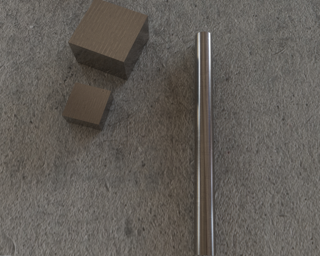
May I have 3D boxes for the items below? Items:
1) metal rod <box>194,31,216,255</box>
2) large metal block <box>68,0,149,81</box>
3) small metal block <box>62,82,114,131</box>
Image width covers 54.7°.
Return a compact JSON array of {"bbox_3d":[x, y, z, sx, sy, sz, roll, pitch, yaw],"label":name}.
[{"bbox_3d":[0.058,0.005,0.406,0.025,0.025,0.299,2,70,0],"label":"metal rod"},{"bbox_3d":[-0.069,-0.125,0.440,0.080,0.050,0.080,21,71,7],"label":"large metal block"},{"bbox_3d":[-0.096,-0.029,0.417,0.050,0.025,0.050,14,71,5],"label":"small metal block"}]
